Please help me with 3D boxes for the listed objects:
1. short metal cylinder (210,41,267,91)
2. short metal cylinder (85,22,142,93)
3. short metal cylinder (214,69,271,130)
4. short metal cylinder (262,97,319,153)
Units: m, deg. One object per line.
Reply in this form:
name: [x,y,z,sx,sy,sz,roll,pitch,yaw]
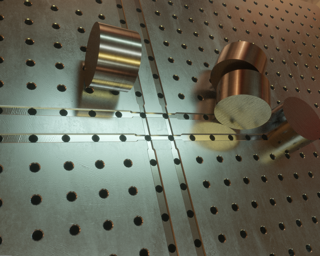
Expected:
short metal cylinder: [0.127,-0.091,0.496,0.080,0.080,0.050,33,52,-7]
short metal cylinder: [-0.062,-0.088,0.393,0.050,0.080,0.080,6,59,-25]
short metal cylinder: [0.124,-0.041,0.465,0.080,0.080,0.050,23,54,-15]
short metal cylinder: [0.217,-0.005,0.511,0.081,0.050,0.080,13,56,-21]
